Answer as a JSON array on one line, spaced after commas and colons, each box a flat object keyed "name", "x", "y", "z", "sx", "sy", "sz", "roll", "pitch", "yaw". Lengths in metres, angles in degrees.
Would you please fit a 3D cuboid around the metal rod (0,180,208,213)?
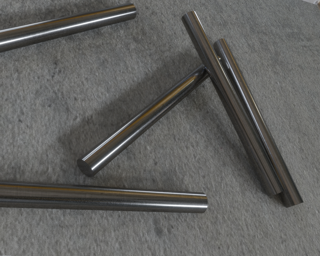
[{"name": "metal rod", "x": -0.085, "y": 0.070, "z": 0.315, "sx": 0.302, "sy": 0.025, "sz": 0.025, "roll": 9, "pitch": 58, "yaw": -24}]

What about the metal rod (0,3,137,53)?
[{"name": "metal rod", "x": -0.148, "y": -0.126, "z": 0.401, "sx": 0.302, "sy": 0.025, "sz": 0.025, "roll": -31, "pitch": 79, "yaw": -38}]

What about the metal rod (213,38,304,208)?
[{"name": "metal rod", "x": 0.150, "y": -0.021, "z": 0.500, "sx": 0.025, "sy": 0.025, "sz": 0.299, "roll": -4, "pitch": 64, "yaw": -30}]

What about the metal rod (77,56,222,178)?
[{"name": "metal rod", "x": 0.006, "y": -0.034, "z": 0.429, "sx": 0.025, "sy": 0.025, "sz": 0.302, "roll": 46, "pitch": 51, "yaw": 3}]

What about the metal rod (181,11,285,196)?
[{"name": "metal rod", "x": 0.105, "y": -0.043, "z": 0.465, "sx": 0.025, "sy": 0.025, "sz": 0.299, "roll": -17, "pitch": 78, "yaw": -35}]
